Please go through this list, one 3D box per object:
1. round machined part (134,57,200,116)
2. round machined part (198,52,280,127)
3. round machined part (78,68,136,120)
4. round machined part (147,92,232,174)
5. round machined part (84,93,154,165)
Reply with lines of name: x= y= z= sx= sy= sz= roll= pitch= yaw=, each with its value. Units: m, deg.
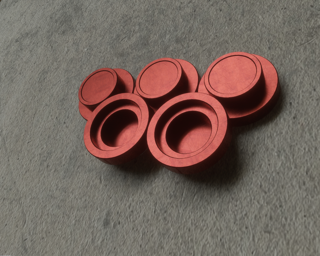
round machined part: x=0.006 y=-0.057 z=0.425 sx=0.098 sy=0.042 sz=0.098 roll=-13 pitch=56 yaw=20
round machined part: x=0.093 y=-0.054 z=0.378 sx=0.098 sy=0.042 sz=0.098 roll=-13 pitch=56 yaw=20
round machined part: x=-0.083 y=-0.052 z=0.468 sx=0.098 sy=0.042 sz=0.098 roll=-13 pitch=56 yaw=20
round machined part: x=0.037 y=0.010 z=0.368 sx=0.098 sy=0.042 sz=0.098 roll=-13 pitch=56 yaw=20
round machined part: x=-0.049 y=0.005 z=0.416 sx=0.098 sy=0.042 sz=0.098 roll=-13 pitch=56 yaw=20
